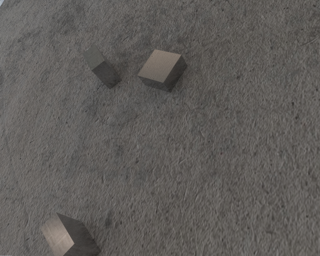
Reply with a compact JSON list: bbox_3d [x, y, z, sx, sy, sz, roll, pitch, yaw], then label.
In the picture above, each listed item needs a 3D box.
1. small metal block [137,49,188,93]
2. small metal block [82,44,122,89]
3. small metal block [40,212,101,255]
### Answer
[{"bbox_3d":[0.004,-0.084,0.454,0.050,0.025,0.050,22,73,36],"label":"small metal block"},{"bbox_3d":[-0.093,-0.098,0.497,0.025,0.050,0.050,-37,51,4],"label":"small metal block"},{"bbox_3d":[-0.104,0.131,0.362,0.025,0.050,0.050,-47,51,-4],"label":"small metal block"}]
